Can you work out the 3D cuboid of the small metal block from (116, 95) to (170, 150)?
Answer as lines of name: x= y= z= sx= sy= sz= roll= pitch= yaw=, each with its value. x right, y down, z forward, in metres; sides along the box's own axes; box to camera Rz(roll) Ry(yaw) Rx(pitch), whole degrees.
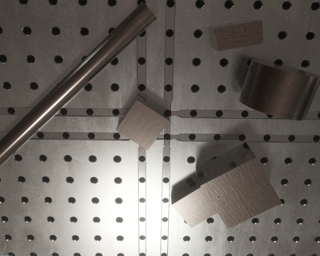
small metal block: x=-0.022 y=-0.007 z=0.411 sx=0.050 sy=0.025 sz=0.050 roll=33 pitch=107 yaw=-12

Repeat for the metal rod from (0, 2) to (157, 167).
metal rod: x=-0.124 y=-0.044 z=0.395 sx=0.300 sy=0.025 sz=0.025 roll=-40 pitch=106 yaw=13

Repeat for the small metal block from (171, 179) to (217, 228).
small metal block: x=0.052 y=0.111 z=0.455 sx=0.050 sy=0.025 sz=0.050 roll=-34 pitch=107 yaw=11

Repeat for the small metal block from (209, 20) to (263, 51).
small metal block: x=0.087 y=-0.109 z=0.361 sx=0.050 sy=0.050 sz=0.025 roll=-9 pitch=110 yaw=3

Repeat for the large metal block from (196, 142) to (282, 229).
large metal block: x=0.107 y=0.079 z=0.431 sx=0.080 sy=0.050 sz=0.080 roll=-30 pitch=108 yaw=10

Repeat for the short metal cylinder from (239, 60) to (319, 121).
short metal cylinder: x=0.141 y=-0.047 z=0.369 sx=0.081 sy=0.080 sz=0.050 roll=11 pitch=110 yaw=-5
